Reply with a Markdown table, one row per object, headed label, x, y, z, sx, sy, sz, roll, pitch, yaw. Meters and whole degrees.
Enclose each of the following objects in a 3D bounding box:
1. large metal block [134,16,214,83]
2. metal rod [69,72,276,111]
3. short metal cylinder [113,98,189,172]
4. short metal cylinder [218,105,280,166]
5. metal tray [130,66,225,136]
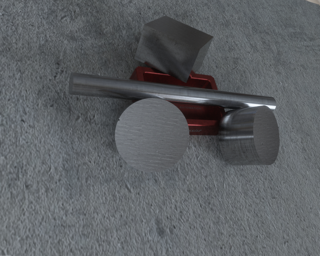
| label | x | y | z | sx | sy | sz | roll | pitch | yaw |
| --- | --- | --- | --- | --- | --- | --- | --- | --- | --- |
| large metal block | 0.022 | -0.116 | 0.444 | 0.080 | 0.050 | 0.080 | 27 | 34 | 8 |
| metal rod | 0.036 | -0.043 | 0.412 | 0.302 | 0.025 | 0.025 | 3 | 61 | -27 |
| short metal cylinder | -0.012 | 0.006 | 0.355 | 0.081 | 0.050 | 0.079 | -1 | 93 | -11 |
| short metal cylinder | 0.124 | 0.012 | 0.428 | 0.081 | 0.050 | 0.080 | 8 | 79 | -47 |
| metal tray | 0.027 | -0.036 | 0.439 | 0.131 | 0.030 | 0.090 | 2 | 61 | -27 |
